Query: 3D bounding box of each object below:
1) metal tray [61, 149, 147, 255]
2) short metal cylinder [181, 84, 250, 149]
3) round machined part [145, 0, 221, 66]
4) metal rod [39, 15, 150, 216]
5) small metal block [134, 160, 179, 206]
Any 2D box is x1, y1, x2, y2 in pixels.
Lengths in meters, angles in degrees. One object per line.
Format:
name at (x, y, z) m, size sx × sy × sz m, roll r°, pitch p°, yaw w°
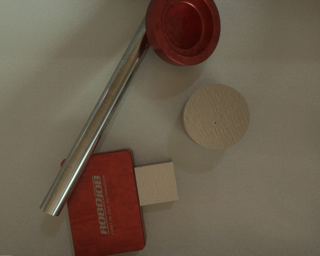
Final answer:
metal tray at (-0.072, 0.097, 0.408) m, size 0.091 × 0.030 × 0.129 m, roll -9°, pitch 90°, yaw 0°
short metal cylinder at (0.069, -0.014, 0.400) m, size 0.081 × 0.050 × 0.079 m, roll 0°, pitch 90°, yaw -1°
round machined part at (0.025, -0.127, 0.390) m, size 0.099 × 0.042 × 0.097 m, roll -4°, pitch 99°, yaw -29°
metal rod at (-0.064, -0.033, 0.390) m, size 0.025 × 0.025 × 0.299 m, roll 27°, pitch 82°, yaw -1°
small metal block at (-0.005, 0.072, 0.411) m, size 0.050 × 0.025 × 0.050 m, roll -9°, pitch 90°, yaw -1°
